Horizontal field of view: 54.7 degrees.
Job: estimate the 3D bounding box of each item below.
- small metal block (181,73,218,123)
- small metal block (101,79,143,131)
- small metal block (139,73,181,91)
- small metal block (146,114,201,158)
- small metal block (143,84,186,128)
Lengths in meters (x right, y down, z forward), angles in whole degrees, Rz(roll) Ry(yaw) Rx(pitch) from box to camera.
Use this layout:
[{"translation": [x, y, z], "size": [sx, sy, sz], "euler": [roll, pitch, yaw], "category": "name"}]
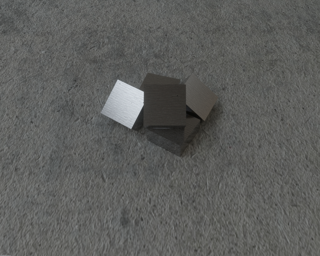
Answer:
[{"translation": [0.045, -0.038, 0.423], "size": [0.050, 0.025, 0.050], "euler": [41, 54, -10], "category": "small metal block"}, {"translation": [-0.042, -0.030, 0.414], "size": [0.050, 0.025, 0.050], "euler": [27, 91, 19], "category": "small metal block"}, {"translation": [-0.002, -0.050, 0.447], "size": [0.050, 0.025, 0.050], "euler": [14, 51, 11], "category": "small metal block"}, {"translation": [0.017, 0.003, 0.403], "size": [0.050, 0.025, 0.050], "euler": [26, 55, 20], "category": "small metal block"}, {"translation": [0.006, -0.026, 0.379], "size": [0.050, 0.025, 0.050], "euler": [0, 83, 0], "category": "small metal block"}]
